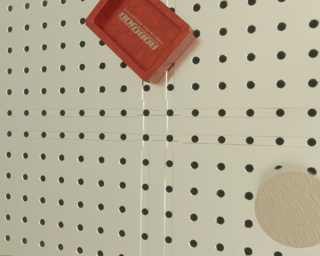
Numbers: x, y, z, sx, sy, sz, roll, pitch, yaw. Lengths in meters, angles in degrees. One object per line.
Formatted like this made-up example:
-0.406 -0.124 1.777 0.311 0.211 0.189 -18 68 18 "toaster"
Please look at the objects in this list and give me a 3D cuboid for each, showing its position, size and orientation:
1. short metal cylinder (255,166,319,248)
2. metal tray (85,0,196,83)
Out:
0.149 0.085 0.347 0.080 0.050 0.079 0 90 20 "short metal cylinder"
-0.029 -0.135 0.419 0.130 0.030 0.090 45 104 14 "metal tray"
